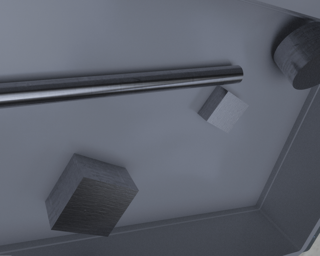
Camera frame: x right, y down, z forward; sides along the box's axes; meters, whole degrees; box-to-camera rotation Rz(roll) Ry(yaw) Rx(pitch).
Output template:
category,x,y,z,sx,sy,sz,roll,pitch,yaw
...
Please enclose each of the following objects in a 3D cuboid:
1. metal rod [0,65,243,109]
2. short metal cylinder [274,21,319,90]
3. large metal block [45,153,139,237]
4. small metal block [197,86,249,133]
category,x,y,z,sx,sy,sz,roll,pitch,yaw
metal rod,-0.031,-0.052,0.361,0.303,0.025,0.025,-9,123,-24
short metal cylinder,0.208,-0.098,0.429,0.081,0.050,0.080,-17,150,-10
large metal block,-0.088,0.088,0.400,0.080,0.050,0.080,23,106,-37
small metal block,0.091,-0.027,0.444,0.050,0.025,0.050,26,104,-38
